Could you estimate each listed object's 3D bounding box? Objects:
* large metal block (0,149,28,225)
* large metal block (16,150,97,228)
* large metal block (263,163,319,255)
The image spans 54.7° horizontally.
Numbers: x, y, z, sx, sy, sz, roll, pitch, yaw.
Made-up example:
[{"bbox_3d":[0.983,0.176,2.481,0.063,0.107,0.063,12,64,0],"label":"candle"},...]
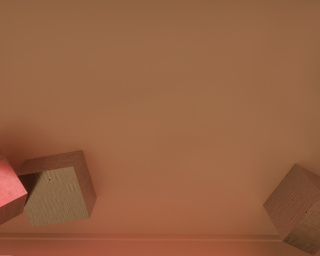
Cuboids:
[{"bbox_3d":[-0.214,0.075,0.389,0.080,0.050,0.080,53,141,12],"label":"large metal block"},{"bbox_3d":[-0.141,0.083,0.427,0.080,0.050,0.079,-10,110,3],"label":"large metal block"},{"bbox_3d":[0.197,0.109,0.424,0.050,0.080,0.080,27,108,-10],"label":"large metal block"}]
